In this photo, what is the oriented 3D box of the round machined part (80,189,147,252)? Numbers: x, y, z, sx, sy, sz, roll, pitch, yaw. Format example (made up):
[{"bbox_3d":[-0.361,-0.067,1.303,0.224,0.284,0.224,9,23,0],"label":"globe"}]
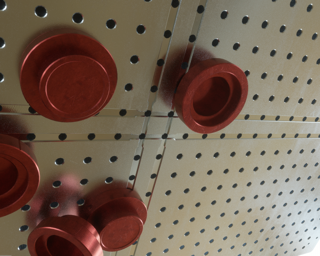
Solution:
[{"bbox_3d":[-0.063,0.140,0.451,0.099,0.042,0.097,-14,124,-21],"label":"round machined part"}]

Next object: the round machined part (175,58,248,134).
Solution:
[{"bbox_3d":[0.063,-0.045,0.406,0.099,0.042,0.097,-14,124,-21],"label":"round machined part"}]

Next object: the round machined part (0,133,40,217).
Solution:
[{"bbox_3d":[-0.182,0.047,0.329,0.099,0.042,0.097,-14,124,-21],"label":"round machined part"}]

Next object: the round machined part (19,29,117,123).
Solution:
[{"bbox_3d":[-0.091,-0.048,0.320,0.099,0.042,0.097,-14,124,-21],"label":"round machined part"}]

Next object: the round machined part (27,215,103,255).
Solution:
[{"bbox_3d":[-0.119,0.154,0.409,0.098,0.042,0.097,7,117,15],"label":"round machined part"}]
